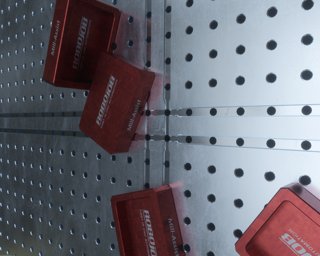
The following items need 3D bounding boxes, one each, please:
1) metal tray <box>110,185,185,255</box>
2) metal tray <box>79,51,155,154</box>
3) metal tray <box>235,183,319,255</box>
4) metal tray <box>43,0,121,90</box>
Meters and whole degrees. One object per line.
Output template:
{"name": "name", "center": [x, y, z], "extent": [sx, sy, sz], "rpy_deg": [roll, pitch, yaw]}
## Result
{"name": "metal tray", "center": [-0.016, 0.149, 0.417], "extent": [0.090, 0.030, 0.129], "rpy_deg": [-19, 78, 38]}
{"name": "metal tray", "center": [-0.068, -0.038, 0.460], "extent": [0.090, 0.030, 0.129], "rpy_deg": [33, 110, 35]}
{"name": "metal tray", "center": [0.146, 0.126, 0.285], "extent": [0.130, 0.030, 0.089], "rpy_deg": [43, 116, 31]}
{"name": "metal tray", "center": [-0.114, -0.123, 0.458], "extent": [0.030, 0.091, 0.129], "rpy_deg": [24, 105, 37]}
